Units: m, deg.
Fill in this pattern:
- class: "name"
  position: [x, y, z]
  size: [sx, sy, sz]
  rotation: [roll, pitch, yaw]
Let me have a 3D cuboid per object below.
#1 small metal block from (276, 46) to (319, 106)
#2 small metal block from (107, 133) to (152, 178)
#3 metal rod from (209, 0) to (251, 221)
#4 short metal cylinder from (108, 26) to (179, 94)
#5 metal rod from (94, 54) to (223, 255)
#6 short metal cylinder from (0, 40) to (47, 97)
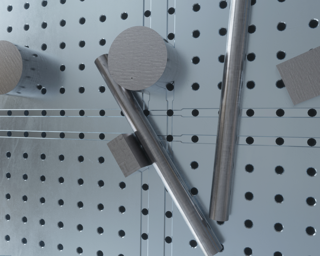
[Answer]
- class: "small metal block"
  position: [0.167, -0.058, 0.354]
  size: [0.050, 0.025, 0.050]
  rotation: [-23, 82, 18]
- class: "small metal block"
  position: [-0.037, 0.035, 0.412]
  size: [0.025, 0.050, 0.050]
  rotation: [-34, 79, 17]
- class: "metal rod"
  position: [0.087, -0.036, 0.381]
  size: [0.025, 0.025, 0.298]
  rotation: [6, 92, 20]
- class: "short metal cylinder"
  position: [-0.021, -0.086, 0.406]
  size: [0.080, 0.050, 0.079]
  rotation: [0, 90, 20]
- class: "metal rod"
  position: [-0.007, 0.029, 0.414]
  size: [0.025, 0.025, 0.299]
  rotation: [-34, 79, 17]
- class: "short metal cylinder"
  position: [-0.225, -0.089, 0.479]
  size: [0.080, 0.050, 0.079]
  rotation: [0, 90, 20]
